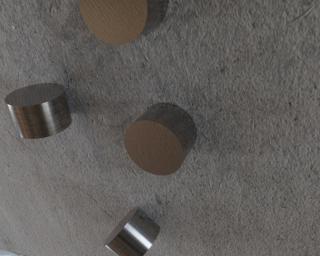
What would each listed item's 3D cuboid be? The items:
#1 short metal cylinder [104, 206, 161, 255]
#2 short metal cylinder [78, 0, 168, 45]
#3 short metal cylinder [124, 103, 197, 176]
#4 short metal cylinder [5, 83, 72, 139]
[{"bbox_3d":[-0.045,0.175,0.503,0.050,0.080,0.080,42,129,-1],"label":"short metal cylinder"},{"bbox_3d":[-0.038,-0.134,0.328,0.080,0.050,0.079,13,124,21],"label":"short metal cylinder"},{"bbox_3d":[0.002,0.014,0.398,0.080,0.050,0.079,13,124,21],"label":"short metal cylinder"},{"bbox_3d":[-0.173,-0.026,0.446,0.080,0.080,0.050,10,123,23],"label":"short metal cylinder"}]
